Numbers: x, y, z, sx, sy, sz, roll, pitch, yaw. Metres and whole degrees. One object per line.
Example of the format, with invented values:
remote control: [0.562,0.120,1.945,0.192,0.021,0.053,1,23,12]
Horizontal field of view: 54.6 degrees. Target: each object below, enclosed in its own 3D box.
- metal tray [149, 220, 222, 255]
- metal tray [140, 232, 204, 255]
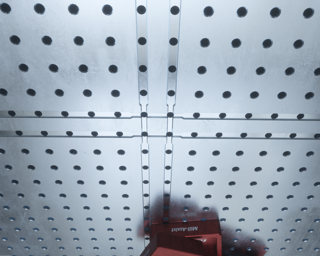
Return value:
metal tray: [0.051,0.218,0.593,0.131,0.030,0.090,-6,130,5]
metal tray: [0.013,0.247,0.578,0.091,0.030,0.129,17,128,-15]
